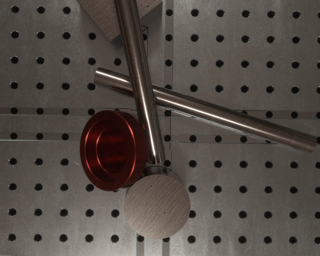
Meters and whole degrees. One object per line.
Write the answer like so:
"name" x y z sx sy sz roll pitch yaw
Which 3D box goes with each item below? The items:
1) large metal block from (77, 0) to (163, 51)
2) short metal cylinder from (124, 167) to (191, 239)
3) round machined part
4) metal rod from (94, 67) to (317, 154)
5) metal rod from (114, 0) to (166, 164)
"large metal block" -0.053 -0.161 0.400 0.080 0.050 0.080 -38 91 0
"short metal cylinder" -0.005 0.094 0.398 0.081 0.050 0.079 0 93 -4
"round machined part" -0.053 0.027 0.388 0.098 0.042 0.097 0 90 38
"metal rod" 0.060 -0.023 0.414 0.302 0.025 0.025 18 90 -1
"metal rod" -0.031 -0.097 0.370 0.025 0.025 0.298 -11 107 0
